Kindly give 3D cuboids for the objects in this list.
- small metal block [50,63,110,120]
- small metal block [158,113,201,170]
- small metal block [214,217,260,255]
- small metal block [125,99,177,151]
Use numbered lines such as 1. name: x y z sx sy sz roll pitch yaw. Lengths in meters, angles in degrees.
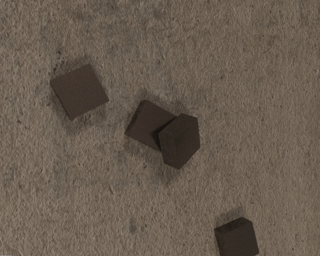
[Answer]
1. small metal block: -0.097 -0.043 0.374 0.050 0.025 0.050 -29 100 -18
2. small metal block: 0.026 0.017 0.401 0.050 0.025 0.050 -41 136 -35
3. small metal block: 0.112 0.165 0.452 0.050 0.025 0.050 -16 96 -20
4. small metal block: -0.011 -0.003 0.406 0.050 0.025 0.050 29 81 -18
